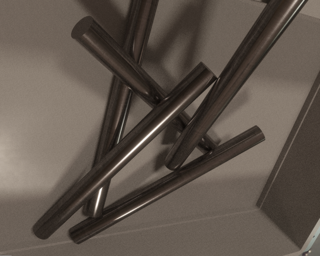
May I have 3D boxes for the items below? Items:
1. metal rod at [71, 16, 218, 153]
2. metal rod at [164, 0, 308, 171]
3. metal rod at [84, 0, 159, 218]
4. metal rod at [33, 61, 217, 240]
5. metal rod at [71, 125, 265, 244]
[{"bbox_3d":[0.011,-0.022,0.379,0.025,0.025,0.301,-46,137,4],"label":"metal rod"},{"bbox_3d":[0.066,-0.038,0.324,0.025,0.025,0.298,-4,146,-27],"label":"metal rod"},{"bbox_3d":[-0.051,-0.015,0.372,0.025,0.025,0.298,3,117,-30],"label":"metal rod"},{"bbox_3d":[-0.052,0.038,0.366,0.299,0.025,0.025,-43,131,17],"label":"metal rod"},{"bbox_3d":[0.011,0.080,0.441,0.301,0.025,0.025,-29,129,0],"label":"metal rod"}]
